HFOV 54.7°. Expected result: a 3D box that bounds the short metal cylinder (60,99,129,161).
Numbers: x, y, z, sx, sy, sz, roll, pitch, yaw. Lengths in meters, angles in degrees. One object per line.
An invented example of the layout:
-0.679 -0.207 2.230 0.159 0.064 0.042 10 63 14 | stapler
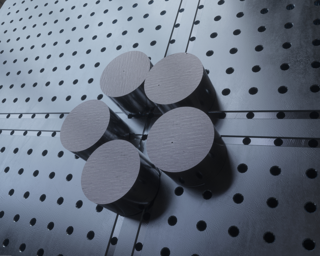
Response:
-0.091 0.007 0.436 0.080 0.050 0.080 -13 57 21 | short metal cylinder

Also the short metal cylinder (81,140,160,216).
-0.048 0.061 0.378 0.080 0.050 0.080 -14 55 21 | short metal cylinder

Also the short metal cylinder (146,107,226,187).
0.031 0.022 0.361 0.080 0.050 0.080 -13 58 21 | short metal cylinder

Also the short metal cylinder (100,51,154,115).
-0.040 -0.065 0.452 0.080 0.050 0.080 -13 56 21 | short metal cylinder

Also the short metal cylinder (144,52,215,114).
0.026 -0.052 0.409 0.080 0.050 0.080 -13 56 21 | short metal cylinder
